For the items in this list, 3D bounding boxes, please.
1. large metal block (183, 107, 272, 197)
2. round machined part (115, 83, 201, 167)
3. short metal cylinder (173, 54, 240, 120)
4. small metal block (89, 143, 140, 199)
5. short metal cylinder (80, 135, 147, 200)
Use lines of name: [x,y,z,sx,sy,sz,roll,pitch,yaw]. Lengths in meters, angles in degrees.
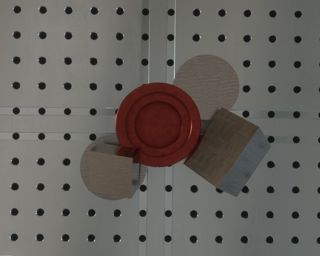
large metal block: [0.086,0.032,0.380,0.050,0.080,0.080,34,90,34]
round machined part: [-0.002,-0.004,0.375,0.099,0.042,0.097,0,90,0]
short metal cylinder: [0.056,-0.050,0.401,0.081,0.050,0.079,0,90,0]
small metal block: [-0.051,0.048,0.350,0.050,0.025,0.050,8,110,12]
short metal cylinder: [-0.057,0.048,0.400,0.081,0.050,0.079,0,90,0]
